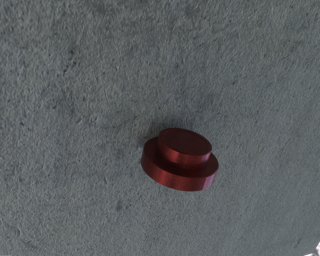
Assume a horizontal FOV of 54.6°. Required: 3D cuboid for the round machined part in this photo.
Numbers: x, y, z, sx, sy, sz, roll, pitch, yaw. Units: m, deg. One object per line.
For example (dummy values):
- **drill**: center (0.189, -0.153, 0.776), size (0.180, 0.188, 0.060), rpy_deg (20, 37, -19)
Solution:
- **round machined part**: center (0.028, 0.033, 0.394), size (0.099, 0.098, 0.042), rpy_deg (0, 119, -28)
